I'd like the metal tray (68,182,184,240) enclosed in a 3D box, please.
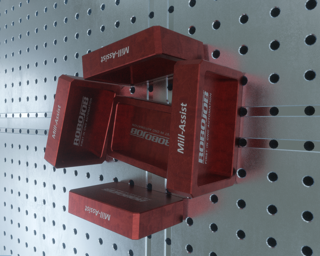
[{"bbox_3d":[-0.046,0.102,0.406,0.130,0.091,0.030,5,94,40],"label":"metal tray"}]

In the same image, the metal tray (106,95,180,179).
[{"bbox_3d":[-0.014,0.009,0.418,0.130,0.030,0.089,15,99,39],"label":"metal tray"}]

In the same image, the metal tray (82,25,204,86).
[{"bbox_3d":[-0.022,-0.083,0.386,0.130,0.091,0.030,-8,85,40],"label":"metal tray"}]

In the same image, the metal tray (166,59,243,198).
[{"bbox_3d":[0.050,0.000,0.326,0.030,0.091,0.129,6,94,40],"label":"metal tray"}]

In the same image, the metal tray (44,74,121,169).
[{"bbox_3d":[-0.114,-0.008,0.462,0.030,0.091,0.129,23,105,38],"label":"metal tray"}]
